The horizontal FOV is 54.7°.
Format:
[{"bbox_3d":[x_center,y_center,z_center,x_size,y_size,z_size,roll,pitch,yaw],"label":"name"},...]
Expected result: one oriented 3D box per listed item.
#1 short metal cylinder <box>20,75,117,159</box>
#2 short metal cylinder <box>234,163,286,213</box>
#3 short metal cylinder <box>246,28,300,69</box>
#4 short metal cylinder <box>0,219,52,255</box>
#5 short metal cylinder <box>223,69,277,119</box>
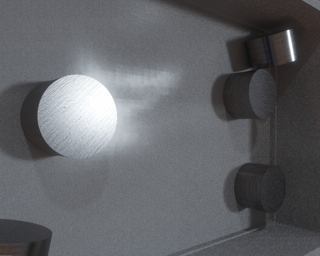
[{"bbox_3d":[-0.091,-0.011,0.313,0.081,0.050,0.080,0,90,-40],"label":"short metal cylinder"},{"bbox_3d":[0.174,0.102,0.536,0.081,0.050,0.080,0,90,-40],"label":"short metal cylinder"},{"bbox_3d":[0.193,-0.136,0.532,0.081,0.080,0.050,-27,107,-37],"label":"short metal cylinder"},{"bbox_3d":[-0.136,0.110,0.257,0.081,0.080,0.050,15,81,-39],"label":"short metal cylinder"},{"bbox_3d":[0.150,-0.055,0.516,0.081,0.050,0.080,0,90,-40],"label":"short metal cylinder"}]
